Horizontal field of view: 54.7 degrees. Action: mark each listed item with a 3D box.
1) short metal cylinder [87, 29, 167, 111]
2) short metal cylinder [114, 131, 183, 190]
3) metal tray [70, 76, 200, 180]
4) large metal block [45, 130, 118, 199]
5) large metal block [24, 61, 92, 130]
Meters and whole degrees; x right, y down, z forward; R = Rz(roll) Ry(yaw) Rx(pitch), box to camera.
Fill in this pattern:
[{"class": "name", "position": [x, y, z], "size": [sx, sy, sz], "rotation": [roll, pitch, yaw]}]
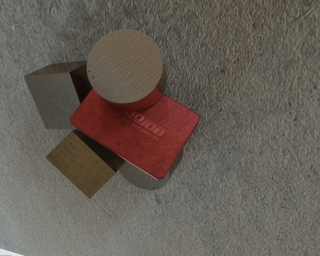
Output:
[{"class": "short metal cylinder", "position": [-0.034, -0.062, 0.346], "size": [0.080, 0.050, 0.080], "rotation": [-1, 84, 5]}, {"class": "short metal cylinder", "position": [-0.015, 0.038, 0.424], "size": [0.080, 0.050, 0.079], "rotation": [13, 124, 21]}, {"class": "metal tray", "position": [-0.030, -0.007, 0.379], "size": [0.130, 0.090, 0.030], "rotation": [31, 168, 8]}, {"class": "large metal block", "position": [-0.104, 0.046, 0.447], "size": [0.080, 0.080, 0.050], "rotation": [44, 93, -3]}, {"class": "large metal block", "position": [-0.126, -0.045, 0.428], "size": [0.080, 0.050, 0.080], "rotation": [1, 119, 27]}]
